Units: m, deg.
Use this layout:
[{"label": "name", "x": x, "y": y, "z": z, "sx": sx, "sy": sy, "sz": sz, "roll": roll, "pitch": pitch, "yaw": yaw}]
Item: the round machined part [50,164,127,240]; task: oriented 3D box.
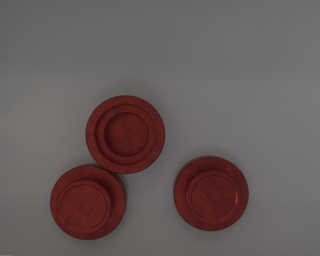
[{"label": "round machined part", "x": -0.094, "y": 0.098, "z": 0.402, "sx": 0.099, "sy": 0.042, "sz": 0.097, "roll": 0, "pitch": 90, "yaw": 0}]

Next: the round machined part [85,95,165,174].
[{"label": "round machined part", "x": -0.043, "y": 0.008, "z": 0.402, "sx": 0.099, "sy": 0.042, "sz": 0.097, "roll": 0, "pitch": 90, "yaw": 0}]

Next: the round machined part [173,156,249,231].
[{"label": "round machined part", "x": 0.067, "y": 0.086, "z": 0.403, "sx": 0.099, "sy": 0.042, "sz": 0.097, "roll": 0, "pitch": 90, "yaw": 0}]
